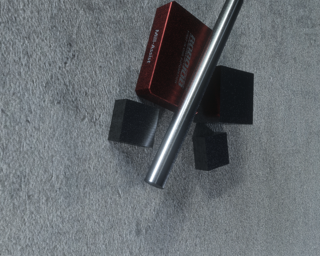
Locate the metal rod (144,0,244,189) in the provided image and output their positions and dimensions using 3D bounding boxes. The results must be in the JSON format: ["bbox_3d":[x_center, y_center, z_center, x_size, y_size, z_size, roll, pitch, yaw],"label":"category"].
[{"bbox_3d":[0.052,-0.062,0.410,0.025,0.025,0.300,39,66,-34],"label":"metal rod"}]

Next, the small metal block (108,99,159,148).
[{"bbox_3d":[-0.032,-0.005,0.380,0.050,0.025,0.050,15,80,-39],"label":"small metal block"}]

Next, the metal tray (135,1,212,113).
[{"bbox_3d":[0.024,-0.092,0.424,0.090,0.030,0.129,23,76,-38],"label":"metal tray"}]

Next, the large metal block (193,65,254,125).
[{"bbox_3d":[0.098,-0.046,0.473,0.081,0.050,0.079,3,89,-40],"label":"large metal block"}]

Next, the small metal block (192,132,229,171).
[{"bbox_3d":[0.078,0.035,0.473,0.050,0.025,0.050,-11,97,-40],"label":"small metal block"}]
